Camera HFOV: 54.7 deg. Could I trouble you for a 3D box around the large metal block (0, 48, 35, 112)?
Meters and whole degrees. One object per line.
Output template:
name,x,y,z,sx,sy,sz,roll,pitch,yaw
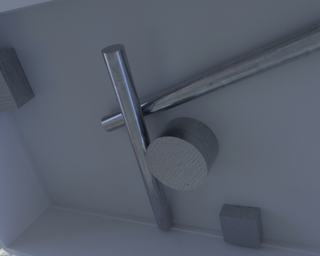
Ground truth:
large metal block,-0.252,-0.068,0.466,0.080,0.050,0.080,-9,116,12

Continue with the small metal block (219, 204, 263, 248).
small metal block,0.114,0.136,0.432,0.050,0.025,0.050,-1,118,28

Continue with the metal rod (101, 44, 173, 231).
metal rod,-0.021,0.035,0.415,0.025,0.025,0.298,5,128,25

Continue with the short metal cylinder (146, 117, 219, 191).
short metal cylinder,0.029,0.033,0.396,0.080,0.050,0.079,13,124,20

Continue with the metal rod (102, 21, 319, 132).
metal rod,0.042,-0.047,0.356,0.300,0.025,0.025,-19,108,35
